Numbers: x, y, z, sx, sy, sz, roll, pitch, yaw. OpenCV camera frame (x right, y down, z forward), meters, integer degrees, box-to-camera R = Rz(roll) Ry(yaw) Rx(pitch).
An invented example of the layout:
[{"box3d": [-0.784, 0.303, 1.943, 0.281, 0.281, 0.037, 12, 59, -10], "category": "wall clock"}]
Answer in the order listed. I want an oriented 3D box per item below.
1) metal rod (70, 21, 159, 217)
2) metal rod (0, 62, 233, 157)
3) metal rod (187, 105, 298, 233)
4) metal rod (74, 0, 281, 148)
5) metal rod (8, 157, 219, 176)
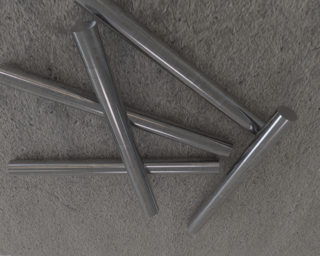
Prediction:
[{"box3d": [-0.043, 0.016, 0.385, 0.025, 0.025, 0.298, -9, 130, 7], "category": "metal rod"}, {"box3d": [-0.043, -0.017, 0.391, 0.302, 0.025, 0.025, 18, 128, -16], "category": "metal rod"}, {"box3d": [0.103, 0.081, 0.456, 0.025, 0.025, 0.298, 13, 135, -11], "category": "metal rod"}, {"box3d": [0.040, -0.057, 0.358, 0.301, 0.025, 0.025, 33, 123, -25], "category": "metal rod"}, {"box3d": [-0.066, 0.057, 0.454, 0.302, 0.025, 0.025, -1, 130, 0], "category": "metal rod"}]
